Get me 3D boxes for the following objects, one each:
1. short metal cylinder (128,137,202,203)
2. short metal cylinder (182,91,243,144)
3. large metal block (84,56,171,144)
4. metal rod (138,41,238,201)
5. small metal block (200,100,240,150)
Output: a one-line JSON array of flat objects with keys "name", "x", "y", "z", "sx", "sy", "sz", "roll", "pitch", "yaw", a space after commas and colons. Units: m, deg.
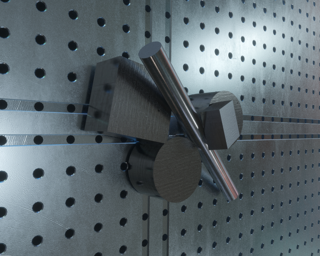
[{"name": "short metal cylinder", "x": 0.007, "y": 0.050, "z": 0.394, "sx": 0.081, "sy": 0.050, "sz": 0.079, "roll": 0, "pitch": 90, "yaw": -40}, {"name": "short metal cylinder", "x": 0.076, "y": -0.013, "z": 0.453, "sx": 0.081, "sy": 0.050, "sz": 0.079, "roll": 0, "pitch": 90, "yaw": -40}, {"name": "large metal block", "x": -0.033, "y": -0.028, "z": 0.359, "sx": 0.081, "sy": 0.050, "sz": 0.080, "roll": 14, "pitch": 81, "yaw": -39}, {"name": "metal rod", "x": 0.053, "y": 0.015, "z": 0.403, "sx": 0.025, "sy": 0.025, "sz": 0.300, "roll": -58, "pitch": 137, "yaw": -24}, {"name": "small metal block", "x": 0.078, "y": -0.004, "z": 0.396, "sx": 0.050, "sy": 0.025, "sz": 0.050, "roll": -31, "pitch": 110, "yaw": -55}]
